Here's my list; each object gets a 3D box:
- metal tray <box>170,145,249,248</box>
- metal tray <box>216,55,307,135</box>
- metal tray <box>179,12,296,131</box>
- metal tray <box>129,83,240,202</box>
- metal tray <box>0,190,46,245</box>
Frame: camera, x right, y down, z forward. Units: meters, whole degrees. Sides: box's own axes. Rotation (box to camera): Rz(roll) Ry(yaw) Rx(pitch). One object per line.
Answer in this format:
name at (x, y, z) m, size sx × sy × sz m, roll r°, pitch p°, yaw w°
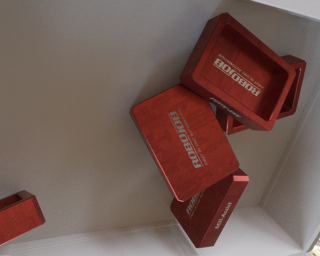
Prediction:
metal tray at (0.069, 0.101, 0.465) m, size 0.030 × 0.090 × 0.129 m, roll 7°, pitch 115°, yaw -32°
metal tray at (0.147, -0.049, 0.454) m, size 0.131 × 0.030 × 0.089 m, roll -16°, pitch 125°, yaw -20°
metal tray at (0.098, -0.064, 0.377) m, size 0.131 × 0.030 × 0.090 m, roll 30°, pitch 80°, yaw -22°
metal tray at (0.031, 0.013, 0.388) m, size 0.090 × 0.030 × 0.130 m, roll -28°, pitch 96°, yaw -11°
metal tray at (-0.191, 0.106, 0.309) m, size 0.131 × 0.090 × 0.030 m, roll -23°, pitch 95°, yaw -30°
